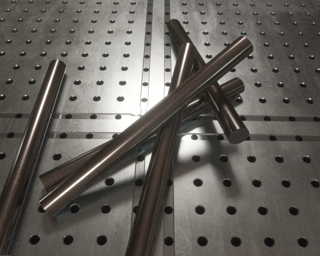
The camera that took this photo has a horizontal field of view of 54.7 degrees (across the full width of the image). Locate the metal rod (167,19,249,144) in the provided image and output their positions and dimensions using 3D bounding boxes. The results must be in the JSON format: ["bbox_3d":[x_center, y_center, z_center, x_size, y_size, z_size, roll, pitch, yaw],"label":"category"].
[{"bbox_3d":[0.057,-0.089,0.457,0.025,0.025,0.300,-9,43,-8],"label":"metal rod"}]

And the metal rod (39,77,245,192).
[{"bbox_3d":[-0.007,0.001,0.406,0.302,0.025,0.025,-27,56,-22],"label":"metal rod"}]

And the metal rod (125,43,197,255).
[{"bbox_3d":[0.009,0.010,0.373,0.025,0.025,0.300,10,58,8],"label":"metal rod"}]

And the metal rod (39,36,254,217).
[{"bbox_3d":[-0.008,-0.009,0.359,0.301,0.025,0.025,-40,59,-9],"label":"metal rod"}]

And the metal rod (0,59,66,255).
[{"bbox_3d":[-0.161,0.017,0.391,0.025,0.025,0.300,1,50,0],"label":"metal rod"}]
